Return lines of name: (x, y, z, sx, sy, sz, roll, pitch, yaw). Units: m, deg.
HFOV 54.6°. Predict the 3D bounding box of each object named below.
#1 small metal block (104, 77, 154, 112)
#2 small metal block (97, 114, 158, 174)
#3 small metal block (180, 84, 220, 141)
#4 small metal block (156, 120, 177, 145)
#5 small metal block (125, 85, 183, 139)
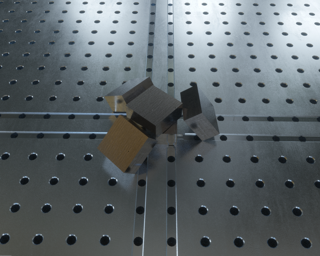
small metal block: (-0.041, -0.046, 0.431, 0.050, 0.025, 0.050, -39, 24, -28)
small metal block: (-0.039, 0.020, 0.374, 0.050, 0.025, 0.050, 37, 96, 27)
small metal block: (0.052, -0.019, 0.405, 0.025, 0.050, 0.050, -24, 46, 23)
small metal block: (-0.003, -0.005, 0.412, 0.050, 0.025, 0.050, 1, 53, 1)
small metal block: (-0.007, -0.021, 0.393, 0.050, 0.025, 0.050, 34, 57, 25)
